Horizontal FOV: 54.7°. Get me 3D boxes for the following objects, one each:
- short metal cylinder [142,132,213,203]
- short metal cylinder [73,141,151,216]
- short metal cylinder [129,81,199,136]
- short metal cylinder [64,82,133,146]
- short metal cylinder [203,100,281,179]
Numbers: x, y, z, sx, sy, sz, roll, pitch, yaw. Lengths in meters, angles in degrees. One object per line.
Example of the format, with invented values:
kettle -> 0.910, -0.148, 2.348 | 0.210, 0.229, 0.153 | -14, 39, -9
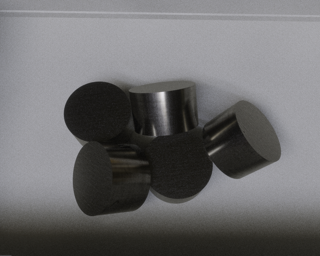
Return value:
short metal cylinder -> 0.020, 0.049, 0.377 | 0.081, 0.050, 0.080 | 0, 70, 0
short metal cylinder -> -0.056, 0.056, 0.351 | 0.050, 0.080, 0.080 | 7, 63, -43
short metal cylinder -> 0.005, -0.026, 0.381 | 0.081, 0.080, 0.050 | -8, 106, -3
short metal cylinder -> -0.076, -0.012, 0.397 | 0.081, 0.050, 0.080 | 0, 70, 0
short metal cylinder -> 0.097, 0.014, 0.369 | 0.080, 0.050, 0.080 | 27, 44, -30
